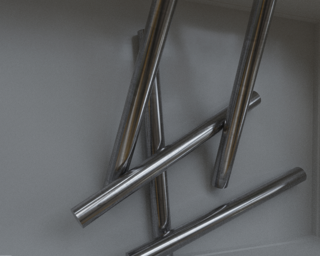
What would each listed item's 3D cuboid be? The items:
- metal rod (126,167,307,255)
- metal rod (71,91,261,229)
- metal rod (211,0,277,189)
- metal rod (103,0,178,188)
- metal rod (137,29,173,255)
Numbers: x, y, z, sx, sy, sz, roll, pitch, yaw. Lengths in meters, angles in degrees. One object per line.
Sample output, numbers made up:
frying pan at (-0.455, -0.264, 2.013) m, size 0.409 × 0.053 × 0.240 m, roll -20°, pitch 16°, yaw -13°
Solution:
metal rod at (0.094, 0.116, 0.430) m, size 0.302 × 0.025 × 0.025 m, roll -18°, pitch 97°, yaw -26°
metal rod at (0.026, 0.026, 0.397) m, size 0.302 × 0.025 × 0.025 m, roll -32°, pitch 101°, yaw -26°
metal rod at (0.105, -0.055, 0.386) m, size 0.025 × 0.025 × 0.298 m, roll -1°, pitch 115°, yaw -20°
metal rod at (-0.020, -0.048, 0.341) m, size 0.025 × 0.025 × 0.298 m, roll 10°, pitch 111°, yaw -20°
metal rod at (-0.006, 0.022, 0.409) m, size 0.025 × 0.025 × 0.298 m, roll -5°, pitch 92°, yaw -20°
